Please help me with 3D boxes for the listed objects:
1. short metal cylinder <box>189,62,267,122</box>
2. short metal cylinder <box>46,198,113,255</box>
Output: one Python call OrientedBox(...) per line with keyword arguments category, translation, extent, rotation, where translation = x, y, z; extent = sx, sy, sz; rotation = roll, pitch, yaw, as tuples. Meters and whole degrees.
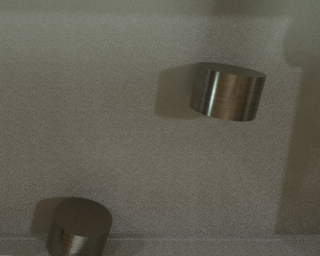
OrientedBox(category="short metal cylinder", translation=(0.079, -0.045, 0.367), extent=(0.081, 0.080, 0.050), rotation=(8, 110, -3))
OrientedBox(category="short metal cylinder", translation=(-0.112, 0.143, 0.433), extent=(0.080, 0.080, 0.050), rotation=(17, 109, -7))
